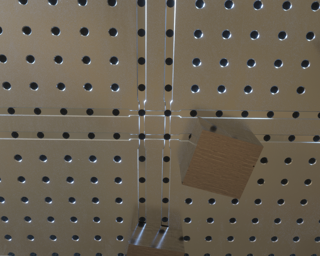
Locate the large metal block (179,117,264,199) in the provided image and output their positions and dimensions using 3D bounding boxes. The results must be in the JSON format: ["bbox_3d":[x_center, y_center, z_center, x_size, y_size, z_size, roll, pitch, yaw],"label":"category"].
[{"bbox_3d":[0.079,0.040,0.416,0.080,0.050,0.079,16,109,-6],"label":"large metal block"}]

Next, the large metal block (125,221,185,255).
[{"bbox_3d":[-0.012,0.197,0.473,0.081,0.050,0.079,11,110,-5],"label":"large metal block"}]
